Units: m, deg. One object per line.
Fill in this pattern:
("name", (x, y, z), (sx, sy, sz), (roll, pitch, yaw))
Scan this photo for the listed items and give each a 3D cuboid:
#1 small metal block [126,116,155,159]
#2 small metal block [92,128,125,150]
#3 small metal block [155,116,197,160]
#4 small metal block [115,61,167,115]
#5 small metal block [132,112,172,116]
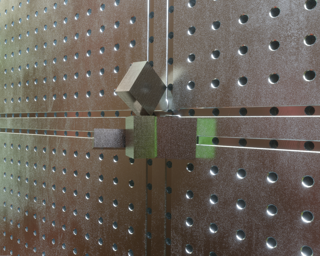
("small metal block", (-0.026, 0.011, 0.384), (0.050, 0.025, 0.050), (179, 91, -73))
("small metal block", (-0.069, 0.017, 0.438), (0.050, 0.050, 0.025), (154, 116, -73))
("small metal block", (0.020, 0.012, 0.380), (0.050, 0.025, 0.050), (2, 92, 9))
("small metal block", (-0.023, -0.050, 0.400), (0.025, 0.050, 0.050), (4, 57, 41))
("small metal block", (-0.012, 0.003, 0.421), (0.050, 0.025, 0.050), (3, 92, 40))
